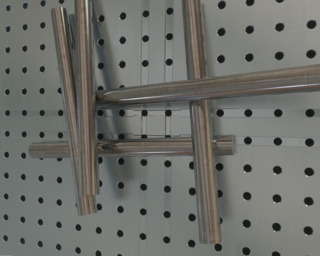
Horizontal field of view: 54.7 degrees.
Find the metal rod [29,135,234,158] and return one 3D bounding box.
[{"bbox_3d":[-0.052,0.028,0.429,0.301,0.025,0.025,-3,89,19],"label":"metal rod"}]

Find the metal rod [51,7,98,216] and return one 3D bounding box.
[{"bbox_3d":[-0.122,-0.031,0.434,0.025,0.025,0.299,-15,78,19],"label":"metal rod"}]

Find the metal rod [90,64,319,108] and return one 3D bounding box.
[{"bbox_3d":[0.023,-0.043,0.362,0.300,0.025,0.025,-1,90,35],"label":"metal rod"}]

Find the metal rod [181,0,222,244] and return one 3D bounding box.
[{"bbox_3d":[0.048,-0.019,0.373,0.025,0.025,0.298,-7,80,19],"label":"metal rod"}]

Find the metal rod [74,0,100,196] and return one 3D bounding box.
[{"bbox_3d":[-0.100,-0.061,0.419,0.025,0.025,0.299,-9,77,19],"label":"metal rod"}]
